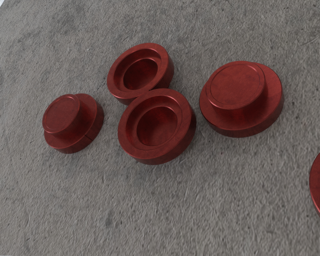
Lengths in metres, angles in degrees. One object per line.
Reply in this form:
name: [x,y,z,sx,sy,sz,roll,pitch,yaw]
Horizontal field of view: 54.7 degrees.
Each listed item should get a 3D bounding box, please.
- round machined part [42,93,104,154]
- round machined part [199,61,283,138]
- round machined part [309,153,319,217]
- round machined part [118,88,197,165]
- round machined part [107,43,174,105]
round machined part: [-0.139,-0.013,0.474,0.098,0.042,0.098,-13,56,21]
round machined part: [0.093,-0.041,0.369,0.098,0.042,0.098,-13,56,21]
round machined part: [0.182,0.055,0.263,0.098,0.042,0.098,-13,56,21]
round machined part: [0.000,0.002,0.392,0.098,0.042,0.098,-12,57,21]
round machined part: [-0.024,-0.072,0.450,0.098,0.042,0.098,-13,56,21]
